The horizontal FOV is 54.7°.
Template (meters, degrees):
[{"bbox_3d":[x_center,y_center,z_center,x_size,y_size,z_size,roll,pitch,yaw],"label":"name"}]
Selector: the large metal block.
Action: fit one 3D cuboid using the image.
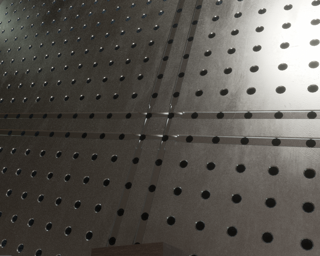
[{"bbox_3d":[-0.023,0.162,0.304,0.080,0.050,0.080,-13,56,20],"label":"large metal block"}]
